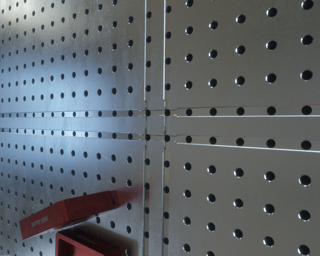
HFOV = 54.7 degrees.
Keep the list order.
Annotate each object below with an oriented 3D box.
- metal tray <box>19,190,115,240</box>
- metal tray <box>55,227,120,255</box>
[{"bbox_3d":[-0.146,0.136,0.484,0.130,0.091,0.030,-29,72,36],"label":"metal tray"},{"bbox_3d":[-0.121,0.225,0.503,0.130,0.030,0.089,5,93,39],"label":"metal tray"}]
